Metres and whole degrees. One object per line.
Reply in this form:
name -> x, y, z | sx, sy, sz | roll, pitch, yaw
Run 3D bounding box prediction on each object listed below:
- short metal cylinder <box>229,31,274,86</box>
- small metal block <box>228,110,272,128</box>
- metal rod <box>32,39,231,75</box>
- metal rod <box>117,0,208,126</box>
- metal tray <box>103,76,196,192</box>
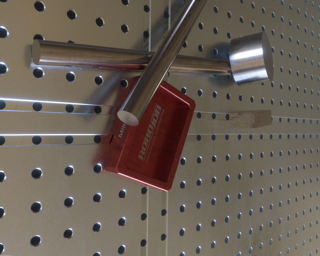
short metal cylinder -> 0.151, -0.112, 0.506 | 0.080, 0.050, 0.080 | 18, 69, -57
small metal block -> 0.152, -0.015, 0.524 | 0.050, 0.050, 0.025 | -10, 97, -40
metal rod -> -0.008, -0.086, 0.404 | 0.302, 0.025, 0.025 | -6, 94, -40
metal rod -> 0.025, -0.125, 0.404 | 0.025, 0.025, 0.300 | 47, 54, -30
metal tray -> -0.009, 0.007, 0.400 | 0.090, 0.030, 0.130 | 29, 72, -37
